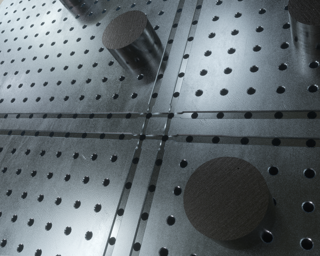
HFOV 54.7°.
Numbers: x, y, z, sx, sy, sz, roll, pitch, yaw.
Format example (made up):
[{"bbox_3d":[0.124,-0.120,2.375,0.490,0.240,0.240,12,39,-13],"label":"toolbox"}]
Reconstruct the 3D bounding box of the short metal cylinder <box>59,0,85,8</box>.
[{"bbox_3d":[-0.198,-0.315,0.687,0.080,0.050,0.080,-13,56,20],"label":"short metal cylinder"}]

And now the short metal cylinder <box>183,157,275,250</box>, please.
[{"bbox_3d":[0.070,0.075,0.309,0.080,0.050,0.080,-13,56,20],"label":"short metal cylinder"}]

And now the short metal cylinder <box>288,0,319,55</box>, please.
[{"bbox_3d":[0.199,-0.134,0.371,0.080,0.050,0.080,-13,56,20],"label":"short metal cylinder"}]

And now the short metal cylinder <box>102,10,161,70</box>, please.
[{"bbox_3d":[-0.046,-0.142,0.502,0.080,0.050,0.080,-13,56,20],"label":"short metal cylinder"}]
